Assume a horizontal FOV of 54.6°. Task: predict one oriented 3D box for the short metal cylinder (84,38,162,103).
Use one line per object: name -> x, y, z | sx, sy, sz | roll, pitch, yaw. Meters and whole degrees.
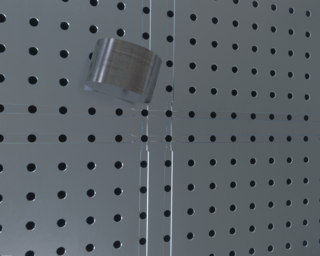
short metal cylinder -> -0.043, -0.065, 0.367 | 0.080, 0.080, 0.050 | 17, 85, -19
